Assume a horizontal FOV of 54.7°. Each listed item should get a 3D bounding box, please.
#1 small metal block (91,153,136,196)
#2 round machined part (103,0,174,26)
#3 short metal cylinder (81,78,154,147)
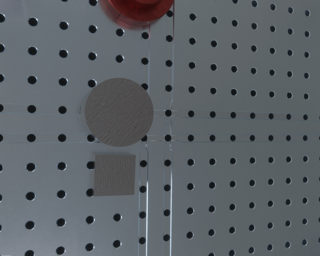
[{"bbox_3d":[-0.059,0.058,0.391,0.050,0.025,0.050,2,89,-20],"label":"small metal block"},{"bbox_3d":[-0.025,-0.185,0.394,0.099,0.042,0.097,0,90,-20],"label":"round machined part"},{"bbox_3d":[-0.054,-0.018,0.379,0.081,0.050,0.079,0,90,-20],"label":"short metal cylinder"}]
